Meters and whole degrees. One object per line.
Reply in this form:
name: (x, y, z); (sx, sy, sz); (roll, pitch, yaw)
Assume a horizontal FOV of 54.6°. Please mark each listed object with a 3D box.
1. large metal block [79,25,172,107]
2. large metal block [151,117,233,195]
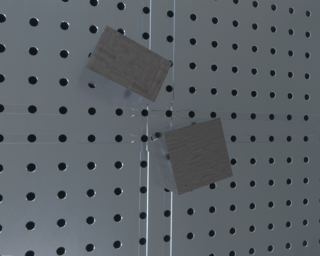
large metal block: (-0.044, -0.067, 0.367); (0.080, 0.080, 0.050); (26, 82, -18)
large metal block: (0.042, 0.034, 0.414); (0.081, 0.050, 0.080); (-15, 95, -19)
